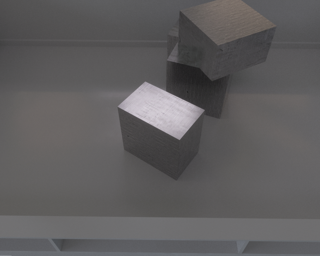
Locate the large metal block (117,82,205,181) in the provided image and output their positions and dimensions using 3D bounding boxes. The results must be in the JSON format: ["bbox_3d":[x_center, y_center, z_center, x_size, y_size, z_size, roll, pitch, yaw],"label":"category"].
[{"bbox_3d":[0.001,0.004,0.366,0.080,0.080,0.050,28,56,21],"label":"large metal block"}]

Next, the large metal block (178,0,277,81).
[{"bbox_3d":[0.078,-0.112,0.380,0.081,0.050,0.080,-22,54,-17],"label":"large metal block"}]

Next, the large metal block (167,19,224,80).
[{"bbox_3d":[0.057,-0.109,0.461,0.080,0.080,0.050,17,52,14],"label":"large metal block"}]

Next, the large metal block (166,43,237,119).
[{"bbox_3d":[0.055,-0.067,0.426,0.080,0.080,0.050,16,52,13],"label":"large metal block"}]
